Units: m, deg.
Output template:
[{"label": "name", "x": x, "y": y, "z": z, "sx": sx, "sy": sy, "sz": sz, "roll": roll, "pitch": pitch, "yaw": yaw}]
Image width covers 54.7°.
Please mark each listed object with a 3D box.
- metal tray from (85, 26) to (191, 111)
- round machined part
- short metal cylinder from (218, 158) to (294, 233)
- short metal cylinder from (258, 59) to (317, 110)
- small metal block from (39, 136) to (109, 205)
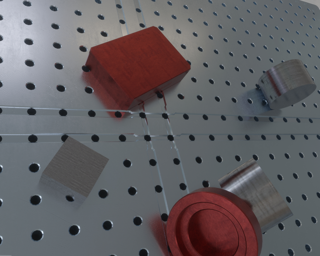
[{"label": "metal tray", "x": -0.028, "y": -0.090, "z": 0.445, "sx": 0.131, "sy": 0.030, "sz": 0.090, "roll": -34, "pitch": 81, "yaw": -38}, {"label": "round machined part", "x": 0.060, "y": 0.112, "z": 0.333, "sx": 0.098, "sy": 0.098, "sz": 0.042, "roll": 58, "pitch": 27, "yaw": 13}, {"label": "short metal cylinder", "x": 0.115, "y": 0.083, "z": 0.377, "sx": 0.080, "sy": 0.050, "sz": 0.080, "roll": 53, "pitch": 9, "yaw": -12}, {"label": "short metal cylinder", "x": 0.219, "y": -0.074, "z": 0.536, "sx": 0.081, "sy": 0.080, "sz": 0.050, "roll": -5, "pitch": 64, "yaw": -31}, {"label": "small metal block", "x": -0.091, "y": 0.045, "z": 0.332, "sx": 0.050, "sy": 0.025, "sz": 0.050, "roll": 32, "pitch": 52, "yaw": -8}]
